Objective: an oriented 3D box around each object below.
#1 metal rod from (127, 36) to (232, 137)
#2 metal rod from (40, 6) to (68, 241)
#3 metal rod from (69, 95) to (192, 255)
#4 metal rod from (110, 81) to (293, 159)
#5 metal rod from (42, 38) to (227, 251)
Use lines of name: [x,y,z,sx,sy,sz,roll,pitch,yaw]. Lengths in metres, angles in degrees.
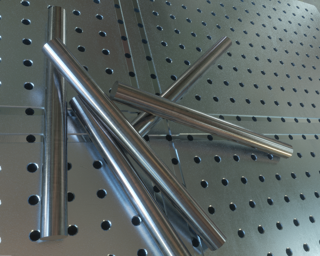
metal rod: [0.041,-0.072,0.475,0.025,0.025,0.301,43,51,1]
metal rod: [-0.121,-0.028,0.360,0.025,0.025,0.299,5,59,-26]
metal rod: [-0.016,0.087,0.347,0.025,0.025,0.299,-26,76,-37]
metal rod: [0.075,-0.003,0.431,0.302,0.025,0.025,18,55,-26]
metal rod: [-0.028,0.021,0.358,0.300,0.025,0.025,50,51,-2]
